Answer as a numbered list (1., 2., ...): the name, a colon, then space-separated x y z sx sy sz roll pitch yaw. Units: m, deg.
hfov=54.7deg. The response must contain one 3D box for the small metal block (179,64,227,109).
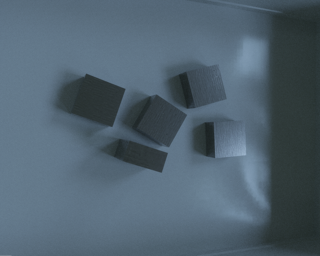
1. small metal block: 0.060 -0.058 0.432 0.050 0.025 0.050 -17 96 -19

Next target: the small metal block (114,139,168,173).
1. small metal block: -0.025 0.034 0.388 0.050 0.050 0.025 19 84 -19

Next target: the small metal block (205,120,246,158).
1. small metal block: 0.094 0.015 0.445 0.050 0.025 0.050 -3 91 -20

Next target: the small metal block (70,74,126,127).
1. small metal block: -0.077 -0.033 0.382 0.050 0.025 0.050 20 83 -19

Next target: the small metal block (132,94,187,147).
1. small metal block: -0.001 -0.009 0.410 0.050 0.025 0.050 33 79 -17
